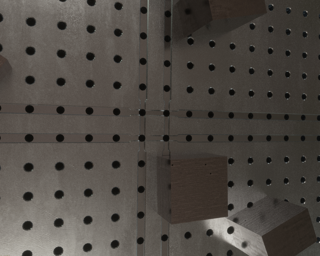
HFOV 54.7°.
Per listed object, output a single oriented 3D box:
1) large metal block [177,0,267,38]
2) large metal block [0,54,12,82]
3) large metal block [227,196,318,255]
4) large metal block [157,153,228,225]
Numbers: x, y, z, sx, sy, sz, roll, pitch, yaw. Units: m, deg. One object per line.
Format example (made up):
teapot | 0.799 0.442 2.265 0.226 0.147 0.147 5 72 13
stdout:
large metal block | 0.080 -0.161 0.414 0.081 0.080 0.050 -14 95 -20
large metal block | -0.217 -0.060 0.319 0.080 0.050 0.080 37 78 -17
large metal block | 0.158 0.145 0.444 0.081 0.080 0.050 -22 98 -19
large metal block | 0.043 0.078 0.417 0.081 0.050 0.079 -1 91 -20
